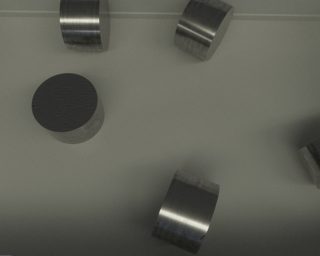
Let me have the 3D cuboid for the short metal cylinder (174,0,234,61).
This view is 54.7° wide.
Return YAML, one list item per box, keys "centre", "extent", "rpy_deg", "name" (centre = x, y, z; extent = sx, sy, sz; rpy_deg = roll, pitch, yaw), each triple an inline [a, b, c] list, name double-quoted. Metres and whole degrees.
- centre: [0.062, -0.141, 0.432]
  extent: [0.050, 0.080, 0.080]
  rpy_deg: [30, 73, 10]
  name: "short metal cylinder"

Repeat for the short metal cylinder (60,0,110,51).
- centre: [-0.102, -0.149, 0.434]
  extent: [0.050, 0.080, 0.080]
  rpy_deg: [1, 70, 0]
  name: "short metal cylinder"

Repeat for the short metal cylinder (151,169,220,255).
- centre: [0.029, 0.092, 0.347]
  extent: [0.050, 0.080, 0.080]
  rpy_deg: [21, 71, 7]
  name: "short metal cylinder"

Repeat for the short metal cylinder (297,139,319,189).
- centre: [0.215, 0.034, 0.369]
  extent: [0.080, 0.080, 0.050]
  rpy_deg: [-20, 72, -7]
  name: "short metal cylinder"

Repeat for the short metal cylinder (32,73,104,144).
- centre: [-0.117, -0.024, 0.404]
  extent: [0.081, 0.050, 0.080]
  rpy_deg: [0, 70, 0]
  name: "short metal cylinder"
